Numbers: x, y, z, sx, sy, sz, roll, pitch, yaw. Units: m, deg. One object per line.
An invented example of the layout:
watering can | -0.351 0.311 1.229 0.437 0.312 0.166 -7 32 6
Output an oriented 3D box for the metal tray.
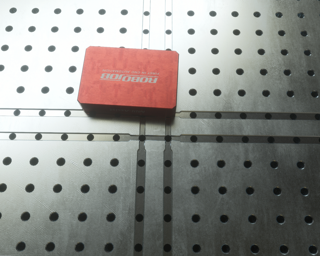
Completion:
metal tray | -0.041 -0.065 0.432 0.131 0.030 0.090 4 70 1
